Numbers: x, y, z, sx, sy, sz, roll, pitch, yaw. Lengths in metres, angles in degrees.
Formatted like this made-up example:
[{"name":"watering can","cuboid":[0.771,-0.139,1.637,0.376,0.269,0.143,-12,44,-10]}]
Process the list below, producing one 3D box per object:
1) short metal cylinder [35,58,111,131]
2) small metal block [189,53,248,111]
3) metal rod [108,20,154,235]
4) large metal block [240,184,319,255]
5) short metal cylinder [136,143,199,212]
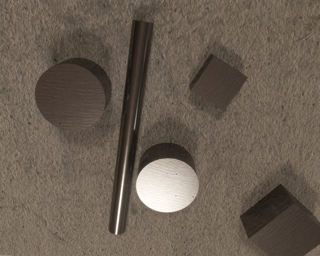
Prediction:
[{"name":"short metal cylinder","cuboid":[-0.103,-0.043,0.379,0.081,0.050,0.079,0,110,-1]},{"name":"small metal block","cuboid":[0.072,-0.058,0.390,0.050,0.025,0.050,30,107,-11]},{"name":"metal rod","cuboid":[-0.042,0.013,0.414,0.025,0.025,0.298,8,110,-4]},{"name":"large metal block","cuboid":[0.179,0.143,0.452,0.080,0.050,0.080,42,105,-14]},{"name":"short metal cylinder","cuboid":[0.010,0.066,0.421,0.081,0.050,0.079,0,110,-1]}]
